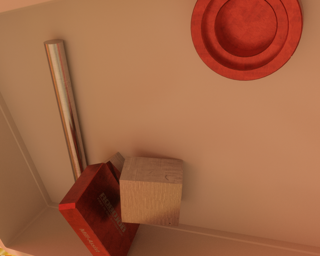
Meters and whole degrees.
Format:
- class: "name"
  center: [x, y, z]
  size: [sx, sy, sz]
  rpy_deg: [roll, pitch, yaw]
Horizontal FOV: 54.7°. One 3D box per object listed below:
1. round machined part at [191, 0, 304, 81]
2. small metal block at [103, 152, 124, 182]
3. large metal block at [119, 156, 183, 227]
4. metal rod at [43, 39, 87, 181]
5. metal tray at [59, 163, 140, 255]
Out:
- class: "round machined part"
  center: [0.083, -0.098, 0.293]
  size: [0.098, 0.042, 0.097]
  rpy_deg: [13, 124, 20]
- class: "small metal block"
  center: [-0.070, 0.072, 0.488]
  size: [0.050, 0.025, 0.050]
  rpy_deg: [-35, 99, 38]
- class: "large metal block"
  center: [-0.011, 0.089, 0.436]
  size: [0.080, 0.050, 0.079]
  rpy_deg: [4, 122, 2]
- class: "metal rod"
  center: [-0.136, 0.013, 0.486]
  size: [0.025, 0.025, 0.298]
  rpy_deg: [11, 123, 21]
- class: "metal tray"
  center: [-0.082, 0.128, 0.453]
  size: [0.030, 0.090, 0.129]
  rpy_deg: [-13, 118, 26]
